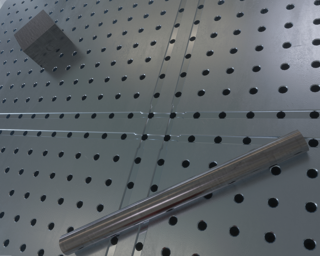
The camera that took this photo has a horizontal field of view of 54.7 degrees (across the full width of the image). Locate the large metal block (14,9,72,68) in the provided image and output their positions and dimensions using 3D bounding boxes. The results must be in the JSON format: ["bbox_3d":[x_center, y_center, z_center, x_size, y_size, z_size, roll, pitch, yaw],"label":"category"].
[{"bbox_3d":[-0.239,-0.183,0.630,0.080,0.050,0.080,-41,51,0],"label":"large metal block"}]

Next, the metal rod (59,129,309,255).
[{"bbox_3d":[0.017,0.078,0.351,0.300,0.025,0.025,-26,53,11],"label":"metal rod"}]
